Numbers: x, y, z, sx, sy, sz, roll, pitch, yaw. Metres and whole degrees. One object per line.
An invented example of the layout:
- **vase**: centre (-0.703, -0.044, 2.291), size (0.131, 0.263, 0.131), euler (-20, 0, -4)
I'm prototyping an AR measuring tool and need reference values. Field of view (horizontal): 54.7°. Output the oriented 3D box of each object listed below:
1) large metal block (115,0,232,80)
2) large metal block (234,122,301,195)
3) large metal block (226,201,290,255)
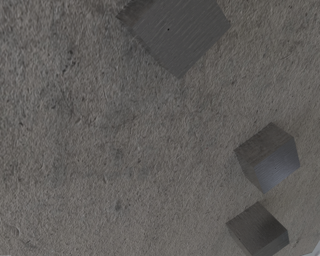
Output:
- **large metal block**: centre (0.015, -0.113, 0.329), size (0.080, 0.050, 0.080), euler (-46, 129, 4)
- **large metal block**: centre (0.182, 0.052, 0.522), size (0.080, 0.050, 0.080), euler (-36, 129, -5)
- **large metal block**: centre (0.188, 0.204, 0.600), size (0.080, 0.080, 0.050), euler (-31, 129, -8)
